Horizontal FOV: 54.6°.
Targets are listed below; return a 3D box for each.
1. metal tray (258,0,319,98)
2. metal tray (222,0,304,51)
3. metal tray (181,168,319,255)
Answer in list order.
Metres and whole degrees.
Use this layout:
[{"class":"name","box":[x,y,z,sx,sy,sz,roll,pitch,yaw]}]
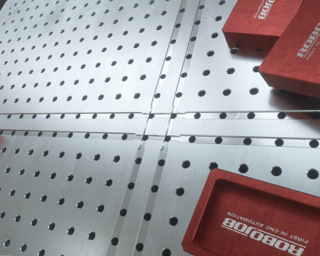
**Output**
[{"class":"metal tray","box":[0.182,-0.098,0.339,0.130,0.030,0.090,-54,37,-5]},{"class":"metal tray","box":[0.154,-0.168,0.428,0.090,0.030,0.130,18,71,35]},{"class":"metal tray","box":[0.096,0.099,0.294,0.130,0.030,0.090,13,68,33]}]
